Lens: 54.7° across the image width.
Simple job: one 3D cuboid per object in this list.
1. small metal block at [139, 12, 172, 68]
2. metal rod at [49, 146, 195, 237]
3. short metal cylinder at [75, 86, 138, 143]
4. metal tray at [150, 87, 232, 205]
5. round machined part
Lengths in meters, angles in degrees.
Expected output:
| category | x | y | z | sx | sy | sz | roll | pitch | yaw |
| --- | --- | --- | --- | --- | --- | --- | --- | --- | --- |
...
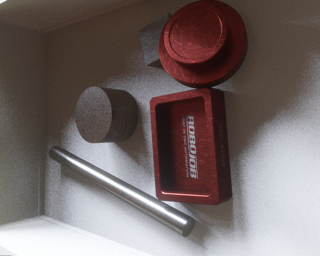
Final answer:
| category | x | y | z | sx | sy | sz | roll | pitch | yaw |
| --- | --- | --- | --- | --- | --- | --- | --- | --- | --- |
| small metal block | 0.004 | -0.112 | 0.402 | 0.050 | 0.025 | 0.050 | -20 | 78 | 38 |
| metal rod | -0.077 | 0.082 | 0.468 | 0.300 | 0.025 | 0.025 | 19 | 102 | 38 |
| short metal cylinder | -0.078 | -0.018 | 0.453 | 0.080 | 0.050 | 0.079 | 0 | 90 | 39 |
| metal tray | 0.034 | 0.022 | 0.373 | 0.090 | 0.030 | 0.129 | -6 | 86 | 39 |
| round machined part | 0.043 | -0.096 | 0.339 | 0.098 | 0.042 | 0.097 | -3 | 80 | 21 |
